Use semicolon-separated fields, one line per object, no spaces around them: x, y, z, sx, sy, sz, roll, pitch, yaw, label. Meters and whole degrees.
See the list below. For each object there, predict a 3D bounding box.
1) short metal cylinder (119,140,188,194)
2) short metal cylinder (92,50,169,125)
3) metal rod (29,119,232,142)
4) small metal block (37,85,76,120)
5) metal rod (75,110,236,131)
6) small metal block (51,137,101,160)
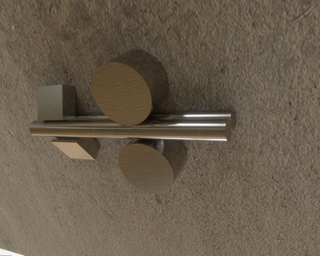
-0.009;0.042;0.423;0.080;0.050;0.079;13;124;21;short metal cylinder
-0.035;-0.050;0.380;0.080;0.050;0.079;13;124;21;short metal cylinder
-0.058;0.001;0.408;0.300;0.025;0.025;0;119;28;metal rod
-0.152;-0.036;0.454;0.050;0.025;0.050;0;91;28;small metal block
-0.048;-0.010;0.428;0.300;0.025;0.025;0;119;28;metal rod
-0.129;0.025;0.479;0.050;0.025;0.050;0;145;27;small metal block
